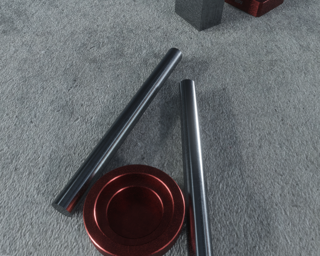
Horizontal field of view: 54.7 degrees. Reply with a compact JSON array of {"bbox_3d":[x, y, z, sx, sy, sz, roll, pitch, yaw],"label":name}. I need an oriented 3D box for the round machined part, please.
[{"bbox_3d":[-0.025,0.089,0.317,0.099,0.042,0.098,0,50,0],"label":"round machined part"}]

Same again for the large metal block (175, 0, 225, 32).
[{"bbox_3d":[0.072,-0.239,0.569,0.050,0.080,0.080,-26,55,-20],"label":"large metal block"}]

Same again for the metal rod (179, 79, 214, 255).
[{"bbox_3d":[0.040,0.052,0.359,0.025,0.025,0.300,0,50,0],"label":"metal rod"}]

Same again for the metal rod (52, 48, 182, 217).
[{"bbox_3d":[-0.040,-0.016,0.416,0.025,0.025,0.301,20,53,16],"label":"metal rod"}]

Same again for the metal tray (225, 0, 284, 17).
[{"bbox_3d":[0.179,-0.282,0.639,0.091,0.030,0.130,-35,58,-26],"label":"metal tray"}]
